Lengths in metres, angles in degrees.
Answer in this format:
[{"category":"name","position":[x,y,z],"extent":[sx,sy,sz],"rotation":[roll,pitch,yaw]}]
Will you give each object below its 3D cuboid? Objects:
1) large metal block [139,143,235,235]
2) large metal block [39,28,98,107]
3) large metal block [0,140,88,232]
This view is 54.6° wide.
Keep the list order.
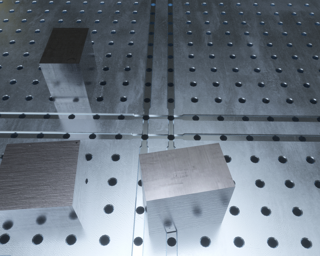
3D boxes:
[{"category":"large metal block","position":[0.024,0.064,0.318],"extent":[0.080,0.080,0.050],"rotation":[-8,51,-7]},{"category":"large metal block","position":[-0.126,-0.086,0.444],"extent":[0.050,0.080,0.080],"rotation":[0,50,0]},{"category":"large metal block","position":[-0.127,0.062,0.339],"extent":[0.080,0.050,0.080],"rotation":[-3,50,-3]}]
